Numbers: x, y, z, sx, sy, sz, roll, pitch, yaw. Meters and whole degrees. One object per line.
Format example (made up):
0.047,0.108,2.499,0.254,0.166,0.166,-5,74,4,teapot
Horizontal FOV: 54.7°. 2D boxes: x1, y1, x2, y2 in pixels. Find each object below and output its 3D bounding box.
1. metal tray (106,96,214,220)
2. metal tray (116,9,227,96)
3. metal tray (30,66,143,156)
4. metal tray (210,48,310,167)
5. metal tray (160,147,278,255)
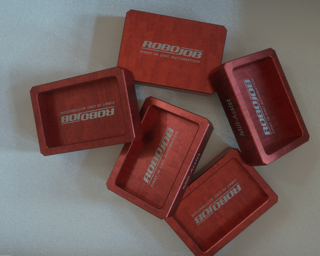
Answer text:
0.000,0.035,0.390,0.090,0.030,0.129,24,88,23,metal tray
0.015,-0.097,0.409,0.131,0.030,0.089,10,90,-1,metal tray
-0.093,-0.019,0.389,0.130,0.030,0.089,-10,90,16,metal tray
0.128,-0.028,0.391,0.091,0.030,0.129,-22,90,-27,metal tray
0.075,0.099,0.409,0.130,0.030,0.090,-40,91,-1,metal tray
